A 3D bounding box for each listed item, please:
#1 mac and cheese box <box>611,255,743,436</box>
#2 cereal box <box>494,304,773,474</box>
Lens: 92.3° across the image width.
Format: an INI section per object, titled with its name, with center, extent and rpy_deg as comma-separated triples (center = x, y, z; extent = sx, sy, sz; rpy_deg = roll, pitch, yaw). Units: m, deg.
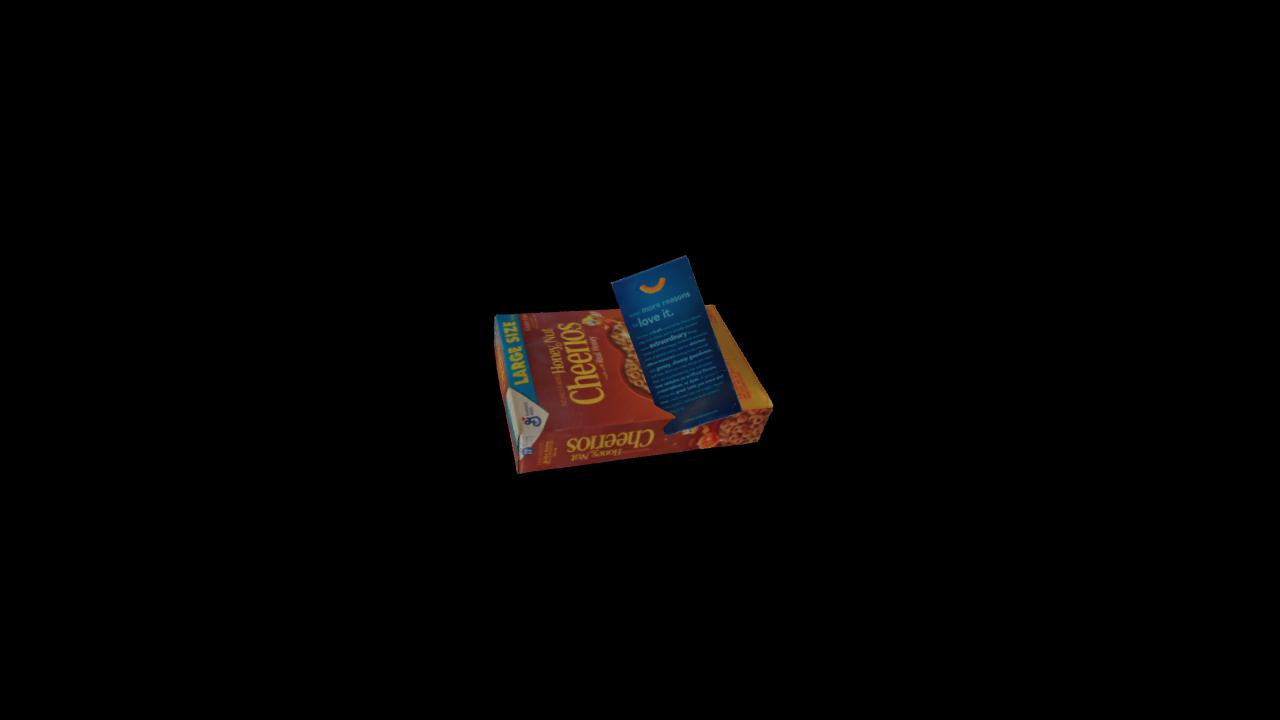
[mac and cheese box]
center = 0.042, -0.015, 0.696
extent = 0.093, 0.184, 0.041
rpy_deg = -19, 2, 9
[cereal box]
center = -0.017, 0.023, 0.764
extent = 0.306, 0.081, 0.203
rpy_deg = -4, 43, -18
